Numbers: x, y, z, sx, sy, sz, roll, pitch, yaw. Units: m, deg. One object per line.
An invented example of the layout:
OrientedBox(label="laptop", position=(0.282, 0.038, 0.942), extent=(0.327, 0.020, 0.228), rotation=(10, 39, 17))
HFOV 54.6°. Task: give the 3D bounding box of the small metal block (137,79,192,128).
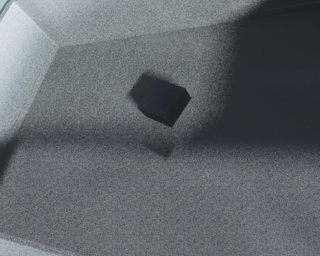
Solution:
OrientedBox(label="small metal block", position=(0.006, -0.035, 0.425), extent=(0.050, 0.025, 0.050), rotation=(24, 75, 36))
